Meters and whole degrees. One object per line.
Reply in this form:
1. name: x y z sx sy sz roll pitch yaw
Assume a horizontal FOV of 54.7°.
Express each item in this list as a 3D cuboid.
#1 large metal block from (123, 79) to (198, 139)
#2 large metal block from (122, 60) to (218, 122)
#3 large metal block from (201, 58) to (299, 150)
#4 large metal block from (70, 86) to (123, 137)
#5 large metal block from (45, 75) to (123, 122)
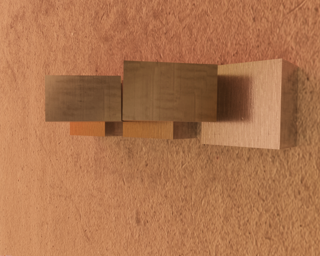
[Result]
1. large metal block: 0.000 -0.028 0.389 0.080 0.050 0.079 1 91 39
2. large metal block: 0.005 -0.031 0.302 0.080 0.081 0.050 -172 84 -84
3. large metal block: 0.091 -0.022 0.315 0.080 0.050 0.079 2 91 39
4. large metal block: -0.089 -0.029 0.461 0.080 0.050 0.079 1 90 39
5. large metal block: -0.086 -0.032 0.374 0.081 0.080 0.050 -1 90 -6
